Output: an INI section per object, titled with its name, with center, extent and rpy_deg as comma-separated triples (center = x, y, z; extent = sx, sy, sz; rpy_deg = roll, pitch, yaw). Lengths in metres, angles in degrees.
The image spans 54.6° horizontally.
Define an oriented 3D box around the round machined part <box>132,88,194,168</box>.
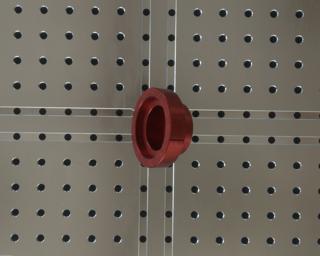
[round machined part]
center = 0.005, 0.000, 0.386
extent = 0.042, 0.098, 0.097
rpy_deg = 3, 90, -31
